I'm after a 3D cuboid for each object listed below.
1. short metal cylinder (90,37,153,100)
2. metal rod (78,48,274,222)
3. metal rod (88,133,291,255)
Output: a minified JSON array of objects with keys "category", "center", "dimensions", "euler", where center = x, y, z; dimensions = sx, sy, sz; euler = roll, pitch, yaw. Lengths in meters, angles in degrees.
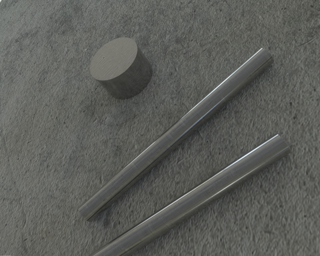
[{"category":"short metal cylinder","center":[-0.058,-0.090,0.472],"dimensions":[0.080,0.050,0.080],"euler":[-13,56,20]},{"category":"metal rod","center":[0.020,0.008,0.386],"dimensions":[0.300,0.025,0.025],"euler":[-41,51,-1]},{"category":"metal rod","center":[0.005,0.100,0.338],"dimensions":[0.300,0.025,0.025],"euler":[-34,52,5]}]
